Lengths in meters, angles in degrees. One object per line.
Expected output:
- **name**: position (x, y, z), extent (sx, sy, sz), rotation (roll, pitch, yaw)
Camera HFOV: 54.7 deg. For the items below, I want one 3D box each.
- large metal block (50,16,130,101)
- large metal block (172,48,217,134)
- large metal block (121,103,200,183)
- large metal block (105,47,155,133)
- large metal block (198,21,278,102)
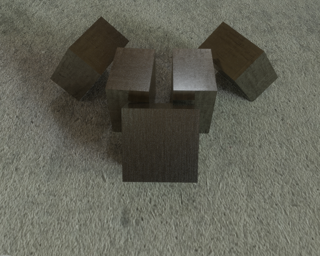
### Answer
- **large metal block**: position (-0.099, -0.096, 0.437), extent (0.050, 0.080, 0.080), rotation (40, 52, -15)
- **large metal block**: position (0.041, -0.048, 0.410), extent (0.050, 0.080, 0.080), rotation (1, 50, 0)
- **large metal block**: position (0.001, 0.014, 0.349), extent (0.081, 0.079, 0.050), rotation (1, 11, 0)
- **large metal block**: position (-0.034, -0.048, 0.409), extent (0.050, 0.080, 0.080), rotation (4, 50, 3)
- **large metal block**: position (0.111, -0.092, 0.440), extent (0.050, 0.080, 0.080), rotation (-46, 56, 11)
